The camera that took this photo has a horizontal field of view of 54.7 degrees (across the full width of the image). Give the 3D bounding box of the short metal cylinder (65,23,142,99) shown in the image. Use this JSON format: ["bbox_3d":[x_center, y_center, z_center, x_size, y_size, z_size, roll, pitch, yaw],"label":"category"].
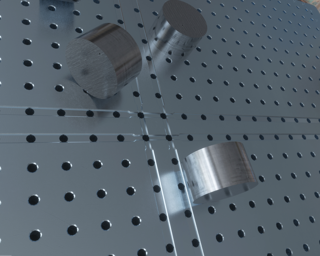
[{"bbox_3d":[-0.070,-0.083,0.387,0.080,0.080,0.050,43,51,1],"label":"short metal cylinder"}]

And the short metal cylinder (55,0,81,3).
[{"bbox_3d":[-0.139,-0.221,0.433,0.050,0.080,0.080,-3,63,-30],"label":"short metal cylinder"}]

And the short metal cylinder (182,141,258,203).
[{"bbox_3d":[0.072,0.056,0.379,0.081,0.080,0.050,-1,63,-29],"label":"short metal cylinder"}]

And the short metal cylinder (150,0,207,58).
[{"bbox_3d":[0.030,-0.162,0.509,0.081,0.050,0.080,14,56,-21],"label":"short metal cylinder"}]
